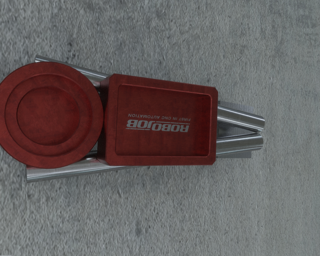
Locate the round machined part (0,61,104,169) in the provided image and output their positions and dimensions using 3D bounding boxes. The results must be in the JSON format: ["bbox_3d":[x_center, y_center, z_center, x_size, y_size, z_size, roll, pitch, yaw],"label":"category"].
[{"bbox_3d":[-0.108,-0.012,0.298,0.099,0.042,0.097,0,90,-30],"label":"round machined part"}]

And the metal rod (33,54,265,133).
[{"bbox_3d":[0.008,-0.033,0.372,0.302,0.025,0.025,12,82,-27],"label":"metal rod"}]

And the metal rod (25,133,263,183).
[{"bbox_3d":[0.004,0.030,0.370,0.303,0.025,0.025,-5,93,-28],"label":"metal rod"}]

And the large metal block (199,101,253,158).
[{"bbox_3d":[0.096,0.004,0.471,0.081,0.050,0.080,5,87,-40],"label":"large metal block"}]

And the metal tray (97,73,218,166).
[{"bbox_3d":[0.001,-0.005,0.338,0.131,0.030,0.089,3,88,-28],"label":"metal tray"}]
